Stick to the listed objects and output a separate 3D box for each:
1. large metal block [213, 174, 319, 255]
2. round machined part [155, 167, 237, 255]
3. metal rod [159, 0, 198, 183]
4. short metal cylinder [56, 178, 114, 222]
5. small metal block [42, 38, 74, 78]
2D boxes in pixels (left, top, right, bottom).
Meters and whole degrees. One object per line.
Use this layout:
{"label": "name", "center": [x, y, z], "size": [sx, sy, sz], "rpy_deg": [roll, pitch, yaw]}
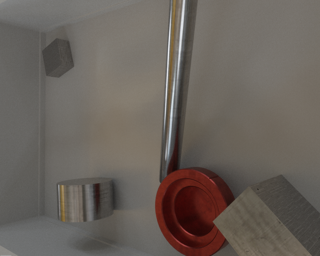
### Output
{"label": "large metal block", "center": [0.109, 0.093, 0.280], "size": [0.080, 0.081, 0.050], "rpy_deg": [51, 120, 27]}
{"label": "round machined part", "center": [0.045, 0.093, 0.357], "size": [0.098, 0.042, 0.097], "rpy_deg": [0, 90, 39]}
{"label": "metal rod", "center": [0.018, -0.056, 0.314], "size": [0.025, 0.025, 0.298], "rpy_deg": [32, 134, 35]}
{"label": "short metal cylinder", "center": [-0.110, 0.104, 0.459], "size": [0.080, 0.081, 0.050], "rpy_deg": [-4, 87, 39]}
{"label": "small metal block", "center": [-0.183, -0.124, 0.555], "size": [0.050, 0.025, 0.050], "rpy_deg": [-22, 76, 37]}
